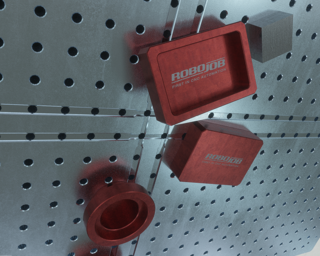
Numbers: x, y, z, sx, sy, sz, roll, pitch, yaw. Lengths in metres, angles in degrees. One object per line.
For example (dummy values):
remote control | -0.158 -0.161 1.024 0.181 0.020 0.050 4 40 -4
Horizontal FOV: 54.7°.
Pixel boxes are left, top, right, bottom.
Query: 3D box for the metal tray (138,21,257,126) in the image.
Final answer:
metal tray | 0.048 -0.066 0.369 0.131 0.030 0.089 -21 106 -19

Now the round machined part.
round machined part | -0.060 0.116 0.439 0.099 0.042 0.097 -14 124 -21

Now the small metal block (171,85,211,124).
small metal block | 0.038 -0.036 0.410 0.050 0.025 0.050 -11 123 -22

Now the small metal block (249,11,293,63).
small metal block | 0.149 -0.122 0.417 0.050 0.025 0.050 -25 128 -13

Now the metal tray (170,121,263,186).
metal tray | 0.090 0.043 0.484 0.131 0.030 0.089 11 113 -33
